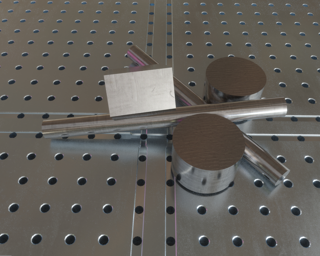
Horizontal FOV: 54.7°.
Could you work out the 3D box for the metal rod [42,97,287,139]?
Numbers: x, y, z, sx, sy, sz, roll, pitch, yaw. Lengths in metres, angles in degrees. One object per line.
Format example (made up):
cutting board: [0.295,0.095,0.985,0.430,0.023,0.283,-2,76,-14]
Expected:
metal rod: [0.003,-0.012,0.391,0.302,0.025,0.025,-5,50,3]

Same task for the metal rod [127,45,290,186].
metal rod: [0.049,-0.033,0.432,0.025,0.025,0.300,-31,57,-23]

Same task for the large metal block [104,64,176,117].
large metal block: [-0.028,-0.053,0.407,0.081,0.050,0.080,-8,16,-6]

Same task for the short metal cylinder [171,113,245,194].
short metal cylinder: [0.054,0.029,0.363,0.081,0.050,0.080,0,50,0]

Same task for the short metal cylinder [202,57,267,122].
short metal cylinder: [0.102,-0.055,0.434,0.081,0.050,0.080,0,50,0]
